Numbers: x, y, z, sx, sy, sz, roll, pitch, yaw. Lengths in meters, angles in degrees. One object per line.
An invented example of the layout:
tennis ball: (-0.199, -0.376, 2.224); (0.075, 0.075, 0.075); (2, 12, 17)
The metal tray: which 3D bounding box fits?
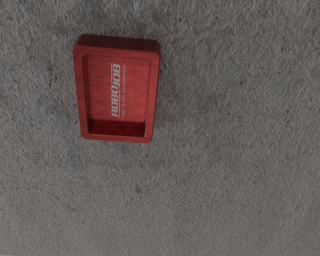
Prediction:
metal tray: (-0.050, -0.041, 0.368); (0.091, 0.030, 0.129); (4, 130, -4)
